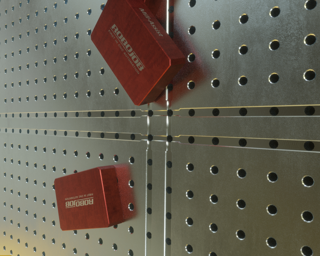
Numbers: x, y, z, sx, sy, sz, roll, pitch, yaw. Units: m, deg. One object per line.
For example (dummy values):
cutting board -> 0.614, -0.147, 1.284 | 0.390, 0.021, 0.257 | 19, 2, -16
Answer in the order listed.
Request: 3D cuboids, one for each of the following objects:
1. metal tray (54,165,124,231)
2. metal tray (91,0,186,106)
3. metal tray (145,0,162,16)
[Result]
metal tray -> -0.120, 0.117, 0.507 | 0.130, 0.030, 0.090 | -19, 78, 38
metal tray -> -0.034, -0.106, 0.411 | 0.130, 0.030, 0.090 | 56, 133, 14
metal tray -> -0.044, -0.220, 0.443 | 0.130, 0.030, 0.089 | 37, 113, 34
